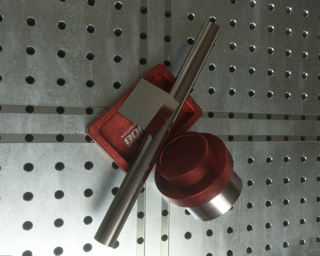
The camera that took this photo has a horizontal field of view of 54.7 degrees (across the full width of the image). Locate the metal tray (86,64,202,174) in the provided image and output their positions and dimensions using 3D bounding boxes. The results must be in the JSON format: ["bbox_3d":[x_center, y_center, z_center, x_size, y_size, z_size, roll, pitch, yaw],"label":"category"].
[{"bbox_3d":[-0.018,-0.009,0.403,0.130,0.030,0.090,-45,104,-15],"label":"metal tray"}]

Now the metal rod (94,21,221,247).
[{"bbox_3d":[0.002,0.000,0.382,0.025,0.025,0.299,30,80,-18],"label":"metal rod"}]

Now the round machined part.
[{"bbox_3d":[0.035,0.043,0.377,0.098,0.098,0.042,-48,127,-14],"label":"round machined part"}]

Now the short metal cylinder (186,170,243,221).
[{"bbox_3d":[0.059,0.074,0.405,0.080,0.080,0.050,-45,105,-15],"label":"short metal cylinder"}]

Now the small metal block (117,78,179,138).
[{"bbox_3d":[-0.014,-0.025,0.372,0.050,0.050,0.025,-54,145,-3],"label":"small metal block"}]
